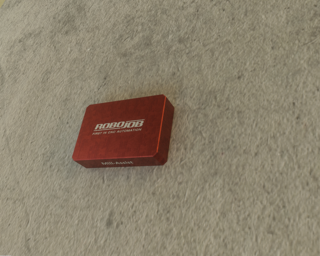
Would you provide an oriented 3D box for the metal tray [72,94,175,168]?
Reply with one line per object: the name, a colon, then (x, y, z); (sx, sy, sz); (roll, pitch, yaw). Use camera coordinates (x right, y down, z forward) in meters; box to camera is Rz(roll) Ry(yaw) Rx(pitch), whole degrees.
metal tray: (-0.050, 0.006, 0.424); (0.130, 0.030, 0.090); (-5, 59, 25)
